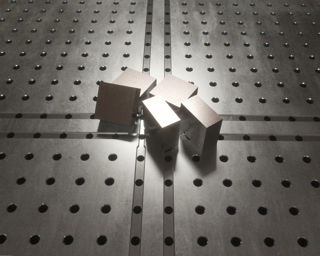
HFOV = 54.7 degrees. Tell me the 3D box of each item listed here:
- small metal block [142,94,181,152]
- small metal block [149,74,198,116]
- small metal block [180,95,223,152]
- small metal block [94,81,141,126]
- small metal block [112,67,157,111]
[{"bbox_3d":[0.001,-0.006,0.396,0.025,0.050,0.050,-24,54,-19],"label":"small metal block"},{"bbox_3d":[0.020,-0.046,0.447,0.050,0.025,0.050,28,55,21],"label":"small metal block"},{"bbox_3d":[0.051,-0.006,0.397,0.025,0.050,0.050,-28,56,-21],"label":"small metal block"},{"bbox_3d":[-0.057,-0.033,0.416,0.050,0.050,0.025,11,6,9],"label":"small metal block"},{"bbox_3d":[-0.039,-0.058,0.456,0.050,0.025,0.050,25,54,19],"label":"small metal block"}]
